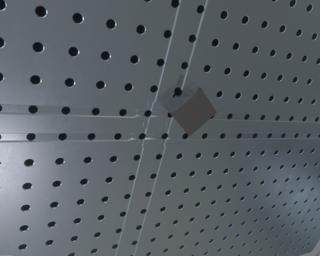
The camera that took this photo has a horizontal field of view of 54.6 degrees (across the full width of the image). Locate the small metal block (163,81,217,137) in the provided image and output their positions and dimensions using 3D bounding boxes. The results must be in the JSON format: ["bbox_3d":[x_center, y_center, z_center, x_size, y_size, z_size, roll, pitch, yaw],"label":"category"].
[{"bbox_3d":[0.041,-0.025,0.417,0.050,0.025,0.050,-41,129,0],"label":"small metal block"}]
